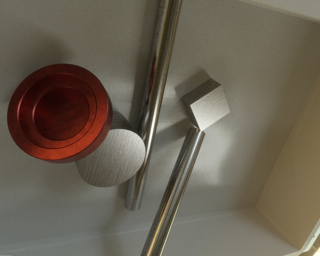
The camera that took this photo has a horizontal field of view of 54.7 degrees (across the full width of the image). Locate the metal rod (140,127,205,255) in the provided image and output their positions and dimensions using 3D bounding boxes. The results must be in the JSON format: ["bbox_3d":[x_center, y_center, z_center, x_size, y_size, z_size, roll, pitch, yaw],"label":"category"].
[{"bbox_3d":[-0.001,0.136,0.399,0.025,0.025,0.300,38,66,-39],"label":"metal rod"}]

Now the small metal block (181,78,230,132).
[{"bbox_3d":[0.063,-0.032,0.426,0.050,0.025,0.050,-33,129,-7],"label":"small metal block"}]

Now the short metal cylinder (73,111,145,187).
[{"bbox_3d":[-0.064,0.024,0.373,0.081,0.050,0.079,-14,124,-21],"label":"short metal cylinder"}]

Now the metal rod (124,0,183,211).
[{"bbox_3d":[-0.013,-0.016,0.392,0.025,0.025,0.298,-3,120,-27],"label":"metal rod"}]

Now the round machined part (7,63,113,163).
[{"bbox_3d":[-0.097,-0.012,0.315,0.098,0.098,0.042,-35,165,-6],"label":"round machined part"}]
